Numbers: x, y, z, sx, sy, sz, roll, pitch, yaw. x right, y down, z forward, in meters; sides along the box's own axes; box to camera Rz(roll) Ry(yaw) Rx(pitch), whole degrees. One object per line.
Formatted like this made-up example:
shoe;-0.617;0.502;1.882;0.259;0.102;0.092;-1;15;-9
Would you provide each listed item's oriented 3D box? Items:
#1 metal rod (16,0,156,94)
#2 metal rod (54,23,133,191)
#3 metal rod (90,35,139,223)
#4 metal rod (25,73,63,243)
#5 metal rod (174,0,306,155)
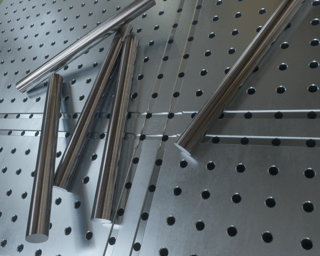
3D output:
metal rod;-0.139;-0.143;0.544;0.300;0.025;0.025;-28;52;18
metal rod;-0.100;-0.048;0.488;0.025;0.025;0.300;3;63;29
metal rod;-0.059;-0.018;0.448;0.025;0.025;0.299;-9;58;23
metal rod;-0.165;0.019;0.457;0.025;0.025;0.300;-24;46;13
metal rod;0.118;-0.091;0.401;0.025;0.025;0.300;31;78;37
